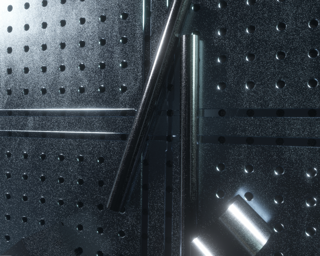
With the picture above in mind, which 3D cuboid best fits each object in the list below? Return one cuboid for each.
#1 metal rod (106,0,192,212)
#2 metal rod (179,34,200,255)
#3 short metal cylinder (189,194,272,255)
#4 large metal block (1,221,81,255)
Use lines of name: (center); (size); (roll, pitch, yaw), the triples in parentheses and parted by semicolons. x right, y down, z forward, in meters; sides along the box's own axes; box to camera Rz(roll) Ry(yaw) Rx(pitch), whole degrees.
metal rod: (-0.017, -0.029, 0.418); (0.025, 0.025, 0.298); (21, 97, 19)
metal rod: (0.037, 0.032, 0.399); (0.025, 0.025, 0.298); (0, 90, 20)
short metal cylinder: (0.080, 0.122, 0.355); (0.050, 0.080, 0.080); (47, 104, 14)
large metal block: (-0.164, 0.192, 0.441); (0.050, 0.080, 0.080); (-38, 78, 16)
